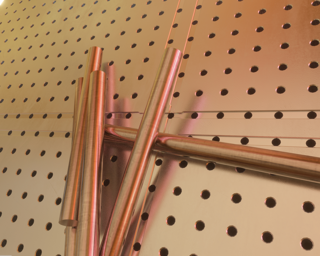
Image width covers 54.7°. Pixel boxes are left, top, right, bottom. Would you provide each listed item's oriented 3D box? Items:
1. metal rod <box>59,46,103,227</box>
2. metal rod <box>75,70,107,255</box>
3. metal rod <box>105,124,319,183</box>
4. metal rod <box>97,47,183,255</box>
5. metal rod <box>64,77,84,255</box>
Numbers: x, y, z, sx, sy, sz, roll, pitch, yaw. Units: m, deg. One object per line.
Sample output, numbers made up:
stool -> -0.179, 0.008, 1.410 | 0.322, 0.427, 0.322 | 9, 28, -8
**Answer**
metal rod -> -0.108, -0.011, 0.447 | 0.025, 0.025, 0.300 | -16, 51, 19
metal rod -> -0.084, 0.045, 0.388 | 0.025, 0.025, 0.299 | -17, 54, 18
metal rod -> 0.039, 0.024, 0.372 | 0.300, 0.025, 0.025 | 9, 66, 31
metal rod -> -0.025, 0.041, 0.368 | 0.025, 0.025, 0.299 | 9, 74, 31
metal rod -> -0.114, 0.047, 0.437 | 0.025, 0.025, 0.299 | -19, 54, 17
